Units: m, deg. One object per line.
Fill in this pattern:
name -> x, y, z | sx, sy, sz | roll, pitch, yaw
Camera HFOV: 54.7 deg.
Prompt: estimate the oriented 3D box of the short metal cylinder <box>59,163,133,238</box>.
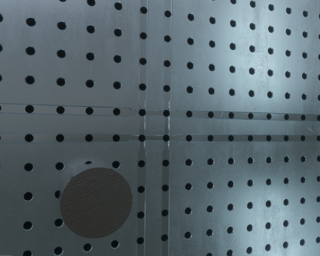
short metal cylinder -> -0.079, 0.084, 0.371 | 0.081, 0.050, 0.079 | 0, 90, -20
